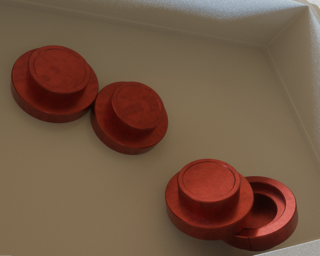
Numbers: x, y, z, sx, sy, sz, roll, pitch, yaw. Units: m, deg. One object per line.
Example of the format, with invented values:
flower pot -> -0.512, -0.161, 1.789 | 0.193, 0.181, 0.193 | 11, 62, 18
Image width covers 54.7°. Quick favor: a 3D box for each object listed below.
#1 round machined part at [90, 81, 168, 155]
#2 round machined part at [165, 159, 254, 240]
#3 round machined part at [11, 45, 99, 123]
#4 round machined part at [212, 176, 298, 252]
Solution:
round machined part -> -0.033, -0.019, 0.388 | 0.099, 0.042, 0.098 | 14, 56, -21
round machined part -> 0.055, 0.072, 0.348 | 0.099, 0.042, 0.098 | -4, 34, 3
round machined part -> -0.121, -0.058, 0.365 | 0.099, 0.042, 0.098 | 13, 56, -21
round machined part -> 0.110, 0.105, 0.367 | 0.099, 0.098, 0.042 | -43, 125, -39
